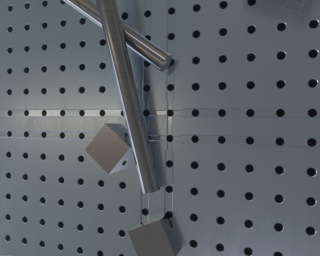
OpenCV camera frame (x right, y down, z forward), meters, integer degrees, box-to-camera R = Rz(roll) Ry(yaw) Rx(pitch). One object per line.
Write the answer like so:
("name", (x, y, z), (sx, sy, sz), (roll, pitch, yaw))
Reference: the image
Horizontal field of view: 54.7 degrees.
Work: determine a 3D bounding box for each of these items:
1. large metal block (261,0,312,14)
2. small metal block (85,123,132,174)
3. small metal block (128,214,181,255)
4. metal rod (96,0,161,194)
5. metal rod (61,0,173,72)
("large metal block", (0.145, -0.187, 0.348), (0.080, 0.050, 0.080), (26, 99, 18))
("small metal block", (-0.069, 0.028, 0.437), (0.050, 0.025, 0.050), (43, 103, 15))
("small metal block", (-0.008, 0.151, 0.415), (0.050, 0.025, 0.050), (-25, 82, 18))
("metal rod", (-0.046, -0.061, 0.410), (0.025, 0.025, 0.298), (-12, 93, 19))
("metal rod", (-0.105, -0.174, 0.449), (0.300, 0.025, 0.025), (38, 102, 16))
